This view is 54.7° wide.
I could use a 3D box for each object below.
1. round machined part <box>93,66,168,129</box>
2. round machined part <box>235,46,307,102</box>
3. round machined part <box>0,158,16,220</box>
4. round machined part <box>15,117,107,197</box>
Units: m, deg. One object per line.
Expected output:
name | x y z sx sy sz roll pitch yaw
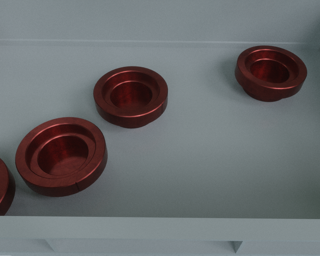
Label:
round machined part | -0.039 -0.038 0.425 0.099 0.042 0.098 0 50 0
round machined part | 0.161 -0.077 0.461 0.099 0.042 0.098 0 50 0
round machined part | -0.204 0.076 0.328 0.099 0.042 0.098 0 50 0
round machined part | -0.110 0.037 0.362 0.099 0.042 0.098 0 50 0
